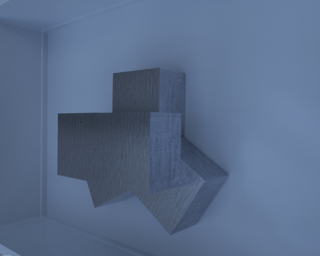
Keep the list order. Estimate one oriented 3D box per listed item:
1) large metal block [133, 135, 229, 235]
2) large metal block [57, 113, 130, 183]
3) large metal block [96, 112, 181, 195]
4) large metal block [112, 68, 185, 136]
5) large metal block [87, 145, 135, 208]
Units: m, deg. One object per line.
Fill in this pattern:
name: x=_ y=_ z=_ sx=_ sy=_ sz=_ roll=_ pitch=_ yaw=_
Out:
large metal block: x=0.020 y=0.064 z=0.371 sx=0.080 sy=0.050 sz=0.080 roll=42 pitch=115 yaw=32
large metal block: x=-0.085 y=0.022 z=0.394 sx=0.080 sy=0.050 sz=0.080 roll=1 pitch=91 yaw=40
large metal block: x=-0.024 y=0.023 z=0.342 sx=0.080 sy=0.050 sz=0.080 roll=1 pitch=91 yaw=40
large metal block: x=-0.016 y=-0.031 z=0.402 sx=0.080 sy=0.050 sz=0.079 roll=2 pitch=91 yaw=40
large metal block: x=-0.061 y=0.058 z=0.439 sx=0.080 sy=0.050 sz=0.080 roll=-32 pitch=70 yaw=35
